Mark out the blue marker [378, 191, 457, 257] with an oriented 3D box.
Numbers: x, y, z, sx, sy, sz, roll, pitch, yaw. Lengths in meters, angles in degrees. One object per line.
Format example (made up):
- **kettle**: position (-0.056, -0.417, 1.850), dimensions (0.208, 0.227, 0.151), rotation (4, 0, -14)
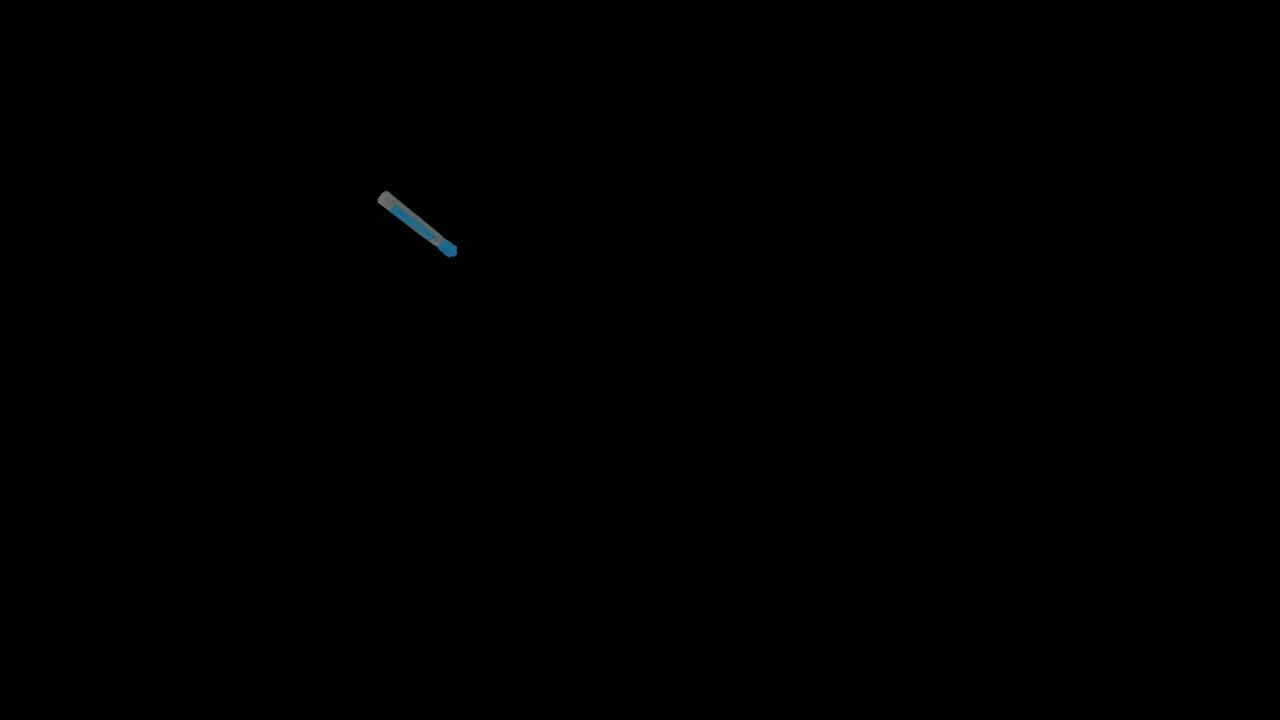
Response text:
- **blue marker**: position (-0.285, -0.173, 0.798), dimensions (0.020, 0.020, 0.121), rotation (0, -28, 37)
